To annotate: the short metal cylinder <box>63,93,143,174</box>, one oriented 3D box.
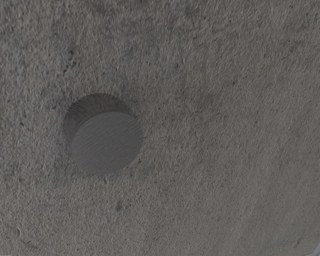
[{"bbox_3d":[-0.066,0.006,0.358,0.081,0.050,0.080,-14,124,-21],"label":"short metal cylinder"}]
